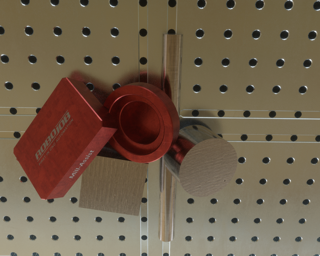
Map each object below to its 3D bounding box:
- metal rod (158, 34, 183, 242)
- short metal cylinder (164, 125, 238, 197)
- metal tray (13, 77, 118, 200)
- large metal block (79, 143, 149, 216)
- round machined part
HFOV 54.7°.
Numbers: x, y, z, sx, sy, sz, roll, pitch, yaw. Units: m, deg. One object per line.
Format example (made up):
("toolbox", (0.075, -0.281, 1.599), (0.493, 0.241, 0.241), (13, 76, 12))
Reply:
("metal rod", (0.013, 0.027, 0.424), (0.025, 0.025, 0.298), (1, 110, -1))
("short metal cylinder", (0.052, 0.042, 0.402), (0.081, 0.050, 0.079), (-7, 112, -19))
("metal tray", (-0.122, 0.014, 0.388), (0.130, 0.030, 0.090), (-50, 65, 15))
("large metal block", (-0.061, 0.067, 0.424), (0.081, 0.050, 0.079), (10, 110, -4))
("round machined part", (-0.021, -0.009, 0.387), (0.098, 0.042, 0.097), (9, 111, 24))
